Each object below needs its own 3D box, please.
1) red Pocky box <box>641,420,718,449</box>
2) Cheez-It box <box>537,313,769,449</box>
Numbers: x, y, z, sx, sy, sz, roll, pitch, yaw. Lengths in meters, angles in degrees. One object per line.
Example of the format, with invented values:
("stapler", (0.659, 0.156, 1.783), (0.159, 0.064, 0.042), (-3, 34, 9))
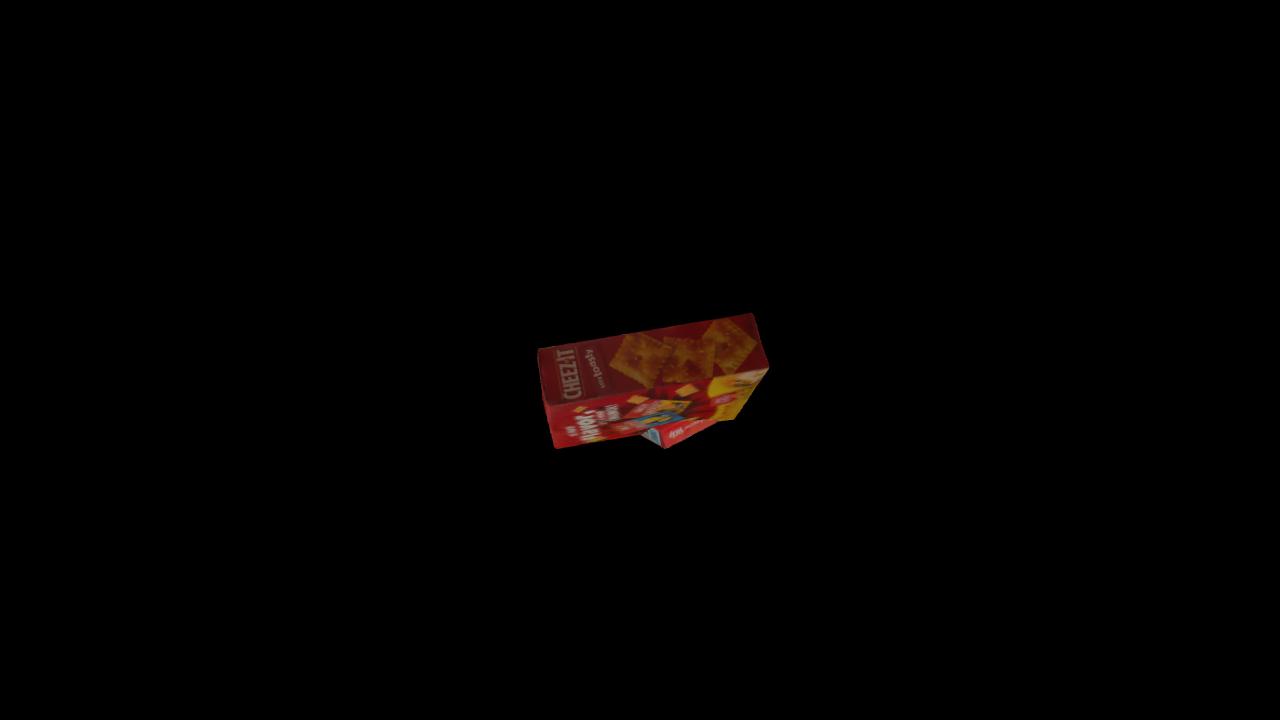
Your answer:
("red Pocky box", (0.017, 0.059, 0.763), (0.083, 0.028, 0.155), (-22, 24, -28))
("Cheez-It box", (0.008, 0.029, 0.663), (0.223, 0.071, 0.166), (-10, -22, -8))
